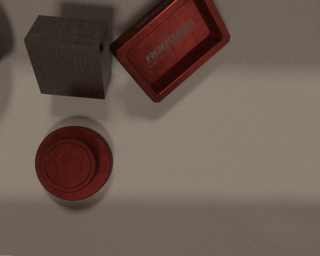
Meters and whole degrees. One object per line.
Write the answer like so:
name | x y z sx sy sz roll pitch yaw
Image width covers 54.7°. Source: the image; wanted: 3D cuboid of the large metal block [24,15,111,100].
large metal block | -0.106 -0.084 0.376 0.081 0.080 0.050 5 50 0

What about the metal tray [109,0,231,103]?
metal tray | 0.015 -0.105 0.384 0.130 0.030 0.090 -41 128 0

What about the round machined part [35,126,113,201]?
round machined part | -0.113 0.046 0.401 0.099 0.042 0.097 0 90 -1
